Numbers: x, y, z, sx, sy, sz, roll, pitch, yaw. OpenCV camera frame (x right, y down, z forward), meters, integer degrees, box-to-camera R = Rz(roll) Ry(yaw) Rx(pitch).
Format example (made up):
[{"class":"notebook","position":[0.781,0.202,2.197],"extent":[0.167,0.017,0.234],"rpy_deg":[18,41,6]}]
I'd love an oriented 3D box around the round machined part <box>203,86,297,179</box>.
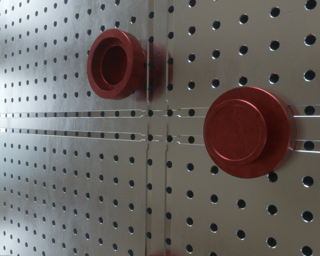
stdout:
[{"class":"round machined part","position":[0.087,0.005,0.327],"extent":[0.098,0.042,0.097],"rpy_deg":[0,90,40]}]

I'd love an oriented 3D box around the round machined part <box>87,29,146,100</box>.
[{"class":"round machined part","position":[-0.058,-0.089,0.448],"extent":[0.098,0.042,0.097],"rpy_deg":[0,90,40]}]
